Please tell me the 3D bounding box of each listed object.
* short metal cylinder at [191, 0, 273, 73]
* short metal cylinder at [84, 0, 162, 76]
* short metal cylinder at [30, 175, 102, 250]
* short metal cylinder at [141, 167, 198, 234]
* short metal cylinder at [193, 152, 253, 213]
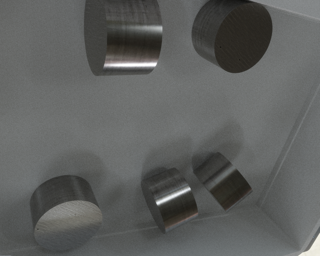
[{"bbox_3d":[0.085,-0.112,0.372,0.081,0.050,0.079,-14,125,-21],"label":"short metal cylinder"},{"bbox_3d":[-0.038,-0.091,0.297,0.050,0.080,0.079,-7,122,-26],"label":"short metal cylinder"},{"bbox_3d":[-0.120,0.107,0.394,0.081,0.050,0.079,-14,125,-21],"label":"short metal cylinder"},{"bbox_3d":[0.012,0.103,0.446,0.050,0.080,0.079,-21,127,-16],"label":"short metal cylinder"},{"bbox_3d":[0.096,0.083,0.480,0.050,0.080,0.080,-39,130,-2],"label":"short metal cylinder"}]
